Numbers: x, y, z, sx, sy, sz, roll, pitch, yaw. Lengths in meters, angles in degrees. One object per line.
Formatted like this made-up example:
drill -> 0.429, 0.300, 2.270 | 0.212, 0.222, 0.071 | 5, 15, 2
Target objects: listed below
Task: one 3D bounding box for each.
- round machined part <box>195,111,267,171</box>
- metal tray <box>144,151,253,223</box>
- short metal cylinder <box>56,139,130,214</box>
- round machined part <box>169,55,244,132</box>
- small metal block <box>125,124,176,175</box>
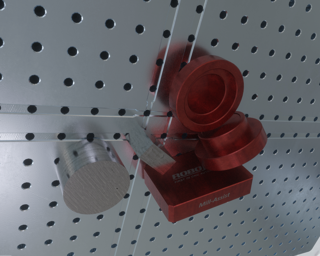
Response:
round machined part -> 0.092, 0.012, 0.426 | 0.098, 0.098, 0.042 | -32, 109, -7
metal tray -> 0.053, 0.074, 0.443 | 0.131, 0.090, 0.030 | -15, 125, -20
short metal cylinder -> -0.084, 0.060, 0.387 | 0.081, 0.050, 0.079 | -14, 124, -21
round machined part -> 0.055, -0.047, 0.401 | 0.099, 0.042, 0.097 | -13, 123, -21
small metal block -> -0.012, 0.028, 0.406 | 0.025, 0.050, 0.050 | -46, 129, 4
